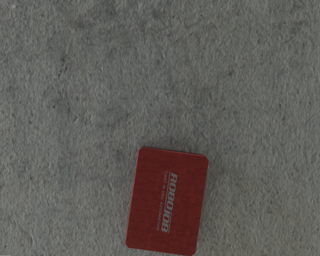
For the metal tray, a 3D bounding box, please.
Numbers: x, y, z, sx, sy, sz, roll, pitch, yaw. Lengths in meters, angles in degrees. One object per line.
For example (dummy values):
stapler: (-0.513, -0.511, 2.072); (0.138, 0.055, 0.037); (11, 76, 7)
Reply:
metal tray: (0.009, 0.094, 0.408); (0.091, 0.030, 0.129); (8, 90, -1)
